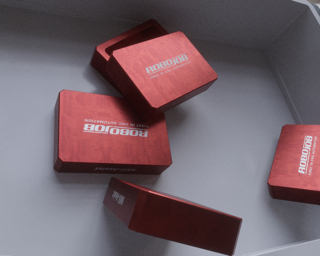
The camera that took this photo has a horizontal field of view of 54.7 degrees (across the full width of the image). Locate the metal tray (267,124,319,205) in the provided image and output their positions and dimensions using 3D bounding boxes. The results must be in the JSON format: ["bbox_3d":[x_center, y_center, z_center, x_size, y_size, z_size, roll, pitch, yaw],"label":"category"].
[{"bbox_3d":[0.217,0.048,0.452,0.130,0.090,0.030,-57,136,-39],"label":"metal tray"}]

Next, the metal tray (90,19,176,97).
[{"bbox_3d":[-0.023,-0.099,0.450,0.090,0.030,0.131,45,51,3],"label":"metal tray"}]

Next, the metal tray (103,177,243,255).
[{"bbox_3d":[0.003,0.077,0.292,0.091,0.130,0.030,20,79,-16],"label":"metal tray"}]

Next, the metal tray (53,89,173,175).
[{"bbox_3d":[-0.055,0.007,0.368,0.131,0.030,0.090,6,59,-25],"label":"metal tray"}]

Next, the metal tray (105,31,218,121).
[{"bbox_3d":[0.006,-0.074,0.411,0.131,0.030,0.090,-29,78,-38],"label":"metal tray"}]
